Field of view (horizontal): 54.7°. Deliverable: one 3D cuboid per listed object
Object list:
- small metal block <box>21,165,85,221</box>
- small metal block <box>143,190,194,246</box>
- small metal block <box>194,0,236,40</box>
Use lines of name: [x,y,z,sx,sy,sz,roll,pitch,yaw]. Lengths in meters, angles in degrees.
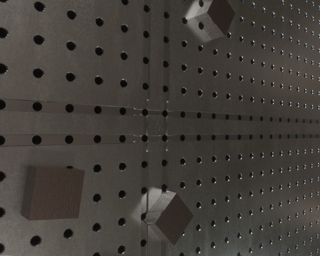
small metal block: [-0.109,0.066,0.319,0.050,0.025,0.050,11,83,-40]
small metal block: [0.013,0.122,0.422,0.050,0.025,0.050,-50,120,-29]
small metal block: [0.087,-0.177,0.484,0.050,0.025,0.050,40,66,-33]
